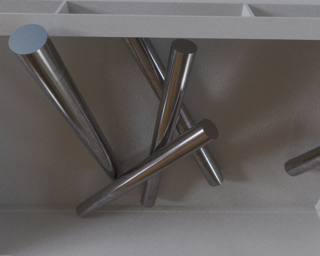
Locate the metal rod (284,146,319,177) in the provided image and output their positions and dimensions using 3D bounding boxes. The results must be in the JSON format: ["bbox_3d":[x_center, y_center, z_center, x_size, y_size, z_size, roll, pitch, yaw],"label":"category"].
[{"bbox_3d":[0.237,0.003,0.333,0.025,0.025,0.299,13,154,-11],"label":"metal rod"}]

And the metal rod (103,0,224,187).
[{"bbox_3d":[0.021,-0.022,0.389,0.025,0.025,0.299,-20,128,16],"label":"metal rod"}]

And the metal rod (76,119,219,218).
[{"bbox_3d":[-0.038,0.070,0.425,0.025,0.025,0.299,31,135,-24],"label":"metal rod"}]

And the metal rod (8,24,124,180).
[{"bbox_3d":[-0.076,0.006,0.334,0.025,0.025,0.299,-3,155,2],"label":"metal rod"}]

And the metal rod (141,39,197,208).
[{"bbox_3d":[0.001,0.021,0.402,0.025,0.025,0.298,6,137,-6],"label":"metal rod"}]
